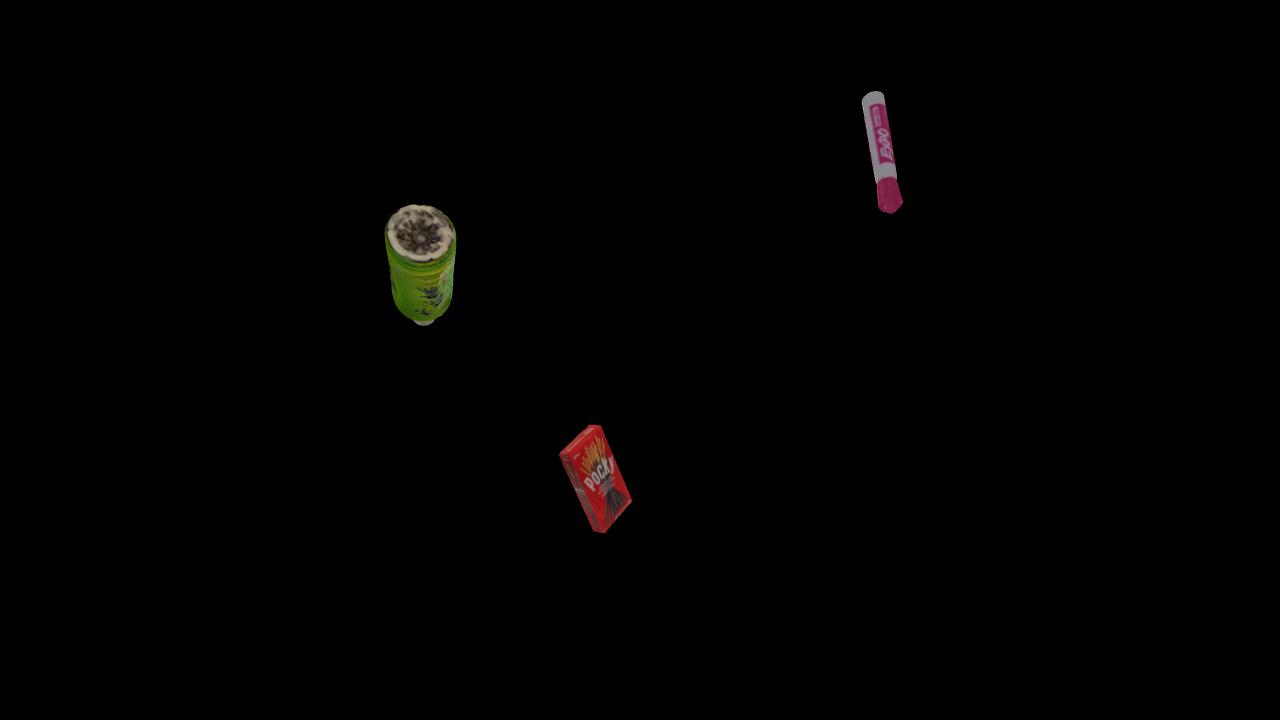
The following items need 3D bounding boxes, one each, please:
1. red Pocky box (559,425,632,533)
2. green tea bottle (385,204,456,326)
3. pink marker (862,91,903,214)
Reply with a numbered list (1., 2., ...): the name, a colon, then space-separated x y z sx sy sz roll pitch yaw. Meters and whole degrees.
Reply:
1. red Pocky box: -0.067 0.188 0.969 0.028 0.155 0.083 -1 29 40
2. green tea bottle: -0.248 -0.093 0.704 0.073 0.073 0.212 0 -19 -17
3. pink marker: 0.204 -0.176 0.520 0.020 0.121 0.020 1 -23 1
